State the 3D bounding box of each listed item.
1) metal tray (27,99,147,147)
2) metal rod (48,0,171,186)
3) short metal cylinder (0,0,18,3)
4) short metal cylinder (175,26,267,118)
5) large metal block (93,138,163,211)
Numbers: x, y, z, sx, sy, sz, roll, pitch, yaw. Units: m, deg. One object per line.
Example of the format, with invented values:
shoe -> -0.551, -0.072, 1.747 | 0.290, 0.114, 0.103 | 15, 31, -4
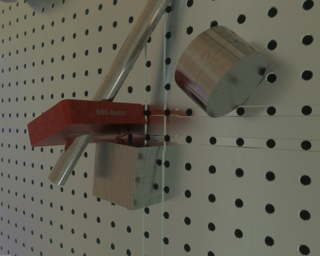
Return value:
metal tray -> -0.094, -0.005, 0.416 | 0.090, 0.131, 0.030 | -24, 76, 37
metal rod -> -0.064, -0.057, 0.410 | 0.025, 0.025, 0.299 | 33, 95, 34
short metal cylinder -> -0.303, -0.299, 0.619 | 0.050, 0.081, 0.080 | -7, 86, 39
short metal cylinder -> 0.063, -0.057, 0.321 | 0.050, 0.081, 0.080 | 48, 118, 29
large metal block -> -0.045, 0.060, 0.428 | 0.080, 0.050, 0.079 | 7, 95, 39
